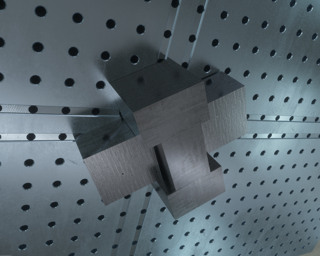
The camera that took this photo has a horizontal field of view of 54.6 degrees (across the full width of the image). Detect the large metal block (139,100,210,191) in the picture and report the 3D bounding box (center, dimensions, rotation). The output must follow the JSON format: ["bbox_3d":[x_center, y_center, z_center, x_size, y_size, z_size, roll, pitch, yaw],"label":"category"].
[{"bbox_3d":[0.016,0.017,0.394,0.050,0.080,0.080,-26,128,-12],"label":"large metal block"}]

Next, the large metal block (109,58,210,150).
[{"bbox_3d":[-0.002,-0.031,0.354,0.080,0.080,0.050,-25,127,-13],"label":"large metal block"}]

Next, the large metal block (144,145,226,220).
[{"bbox_3d":[0.032,0.066,0.433,0.080,0.080,0.050,-26,128,-13],"label":"large metal block"}]

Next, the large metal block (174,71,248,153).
[{"bbox_3d":[0.068,-0.018,0.419,0.080,0.050,0.080,-26,130,-12],"label":"large metal block"}]

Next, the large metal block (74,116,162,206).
[{"bbox_3d":[-0.051,0.038,0.391,0.080,0.050,0.080,-24,127,-14],"label":"large metal block"}]
